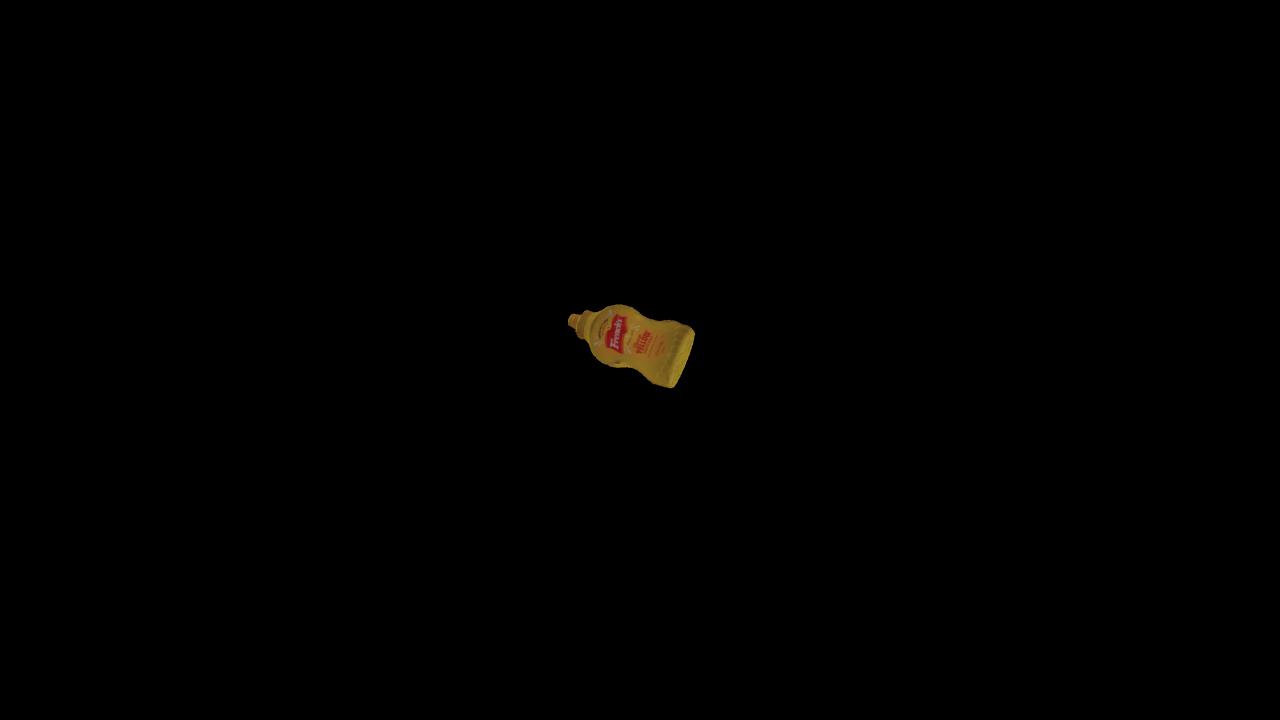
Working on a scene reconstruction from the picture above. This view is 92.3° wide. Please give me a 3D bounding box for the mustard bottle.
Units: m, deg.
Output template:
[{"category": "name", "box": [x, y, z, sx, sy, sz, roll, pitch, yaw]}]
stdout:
[{"category": "mustard bottle", "box": [-0.022, -0.030, 0.870, 0.184, 0.092, 0.054, 20, 0, 20]}]
